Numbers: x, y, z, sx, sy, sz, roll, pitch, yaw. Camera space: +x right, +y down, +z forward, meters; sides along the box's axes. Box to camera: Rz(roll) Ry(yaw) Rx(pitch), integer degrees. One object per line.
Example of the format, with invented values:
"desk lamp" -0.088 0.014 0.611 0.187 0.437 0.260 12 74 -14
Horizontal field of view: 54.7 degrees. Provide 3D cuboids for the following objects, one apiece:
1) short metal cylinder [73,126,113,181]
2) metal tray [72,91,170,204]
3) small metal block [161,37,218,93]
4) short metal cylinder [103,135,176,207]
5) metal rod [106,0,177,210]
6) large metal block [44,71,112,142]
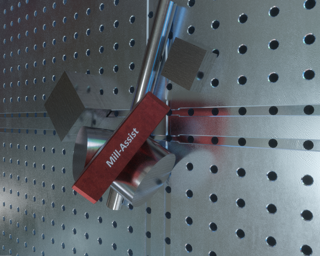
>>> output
"short metal cylinder" -0.092 0.040 0.451 0.080 0.050 0.080 -29 57 57
"metal tray" -0.046 0.019 0.367 0.030 0.090 0.130 39 85 -8
"small metal block" 0.035 -0.078 0.381 0.050 0.025 0.050 35 112 34
"short metal cylinder" -0.025 0.051 0.389 0.050 0.080 0.079 35 112 22
"metal rod" -0.029 -0.023 0.433 0.025 0.025 0.298 25 106 37
"large metal block" -0.136 -0.034 0.506 0.080 0.050 0.080 -48 62 29
